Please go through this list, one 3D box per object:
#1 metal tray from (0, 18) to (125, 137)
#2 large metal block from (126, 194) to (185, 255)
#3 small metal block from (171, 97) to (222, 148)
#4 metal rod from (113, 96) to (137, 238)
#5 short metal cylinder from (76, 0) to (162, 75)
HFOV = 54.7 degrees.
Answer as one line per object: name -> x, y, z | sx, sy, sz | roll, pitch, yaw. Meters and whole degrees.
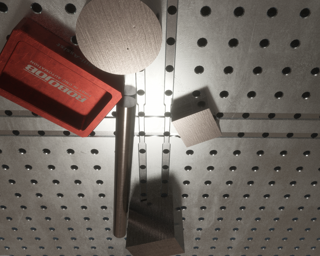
metal tray -> -0.119, -0.052, 0.362 | 0.131, 0.030, 0.090 | 31, 123, -24
large metal block -> -0.007, 0.167, 0.518 | 0.080, 0.080, 0.050 | -16, 128, 13
small metal block -> 0.048, -0.007, 0.407 | 0.050, 0.025, 0.050 | -20, 128, 16
metal rod -> -0.058, 0.080, 0.479 | 0.025, 0.025, 0.298 | 5, 130, -4
short metal cylinder -> -0.038, -0.101, 0.309 | 0.081, 0.050, 0.079 | 0, 130, 0
